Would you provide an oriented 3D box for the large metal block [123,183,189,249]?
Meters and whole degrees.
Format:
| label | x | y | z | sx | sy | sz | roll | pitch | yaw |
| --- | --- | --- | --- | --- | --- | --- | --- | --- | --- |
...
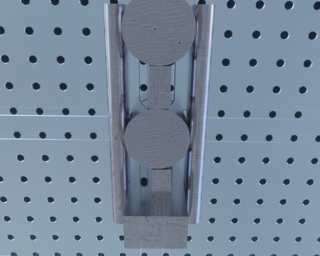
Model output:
| label | x | y | z | sx | sy | sz | roll | pitch | yaw |
| --- | --- | --- | --- | --- | --- | --- | --- | --- | --- |
| large metal block | -0.005 | 0.118 | 0.427 | 0.081 | 0.080 | 0.050 | 1 | 110 | -1 |

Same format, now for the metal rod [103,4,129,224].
| label | x | y | z | sx | sy | sz | roll | pitch | yaw |
| --- | --- | --- | --- | --- | --- | --- | --- | --- | --- |
| metal rod | -0.056 | -0.004 | 0.410 | 0.025 | 0.025 | 0.298 | 1 | 110 | 0 |

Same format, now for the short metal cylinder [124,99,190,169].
| label | x | y | z | sx | sy | sz | roll | pitch | yaw |
| --- | --- | --- | --- | --- | --- | --- | --- | --- | --- |
| short metal cylinder | -0.003 | 0.006 | 0.402 | 0.081 | 0.050 | 0.079 | 0 | 110 | 0 |

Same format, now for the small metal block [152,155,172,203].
| label | x | y | z | sx | sy | sz | roll | pitch | yaw |
| --- | --- | --- | --- | --- | --- | --- | --- | --- | --- |
| small metal block | 0.002 | 0.067 | 0.424 | 0.025 | 0.050 | 0.050 | 0 | 110 | 0 |

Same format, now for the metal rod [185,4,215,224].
| label | x | y | z | sx | sy | sz | roll | pitch | yaw |
| --- | --- | --- | --- | --- | --- | --- | --- | --- | --- |
| metal rod | 0.050 | -0.004 | 0.411 | 0.025 | 0.025 | 0.298 | 1 | 110 | 0 |

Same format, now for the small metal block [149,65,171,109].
| label | x | y | z | sx | sy | sz | roll | pitch | yaw |
| --- | --- | --- | --- | --- | --- | --- | --- | --- | --- |
| small metal block | 0.000 | -0.055 | 0.378 | 0.025 | 0.050 | 0.050 | 1 | 110 | 0 |

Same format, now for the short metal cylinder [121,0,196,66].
| label | x | y | z | sx | sy | sz | roll | pitch | yaw |
| --- | --- | --- | --- | --- | --- | --- | --- | --- | --- |
| short metal cylinder | -0.001 | -0.116 | 0.357 | 0.081 | 0.050 | 0.079 | 0 | 110 | 0 |
